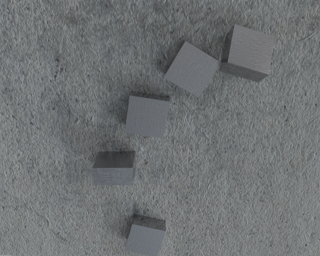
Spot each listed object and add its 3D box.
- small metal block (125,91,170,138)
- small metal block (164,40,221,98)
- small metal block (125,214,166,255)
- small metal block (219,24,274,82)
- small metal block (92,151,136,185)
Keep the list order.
[{"bbox_3d":[-0.017,-0.018,0.403,0.050,0.025,0.050,9,110,-4],"label":"small metal block"},{"bbox_3d":[0.039,-0.074,0.383,0.050,0.025,0.050,29,108,-10],"label":"small metal block"},{"bbox_3d":[-0.022,0.163,0.470,0.050,0.025,0.050,14,110,-6],"label":"small metal block"},{"bbox_3d":[0.102,-0.087,0.365,0.050,0.025,0.050,15,75,-8],"label":"small metal block"},{"bbox_3d":[-0.059,0.053,0.415,0.050,0.050,0.025,0,110,0],"label":"small metal block"}]
